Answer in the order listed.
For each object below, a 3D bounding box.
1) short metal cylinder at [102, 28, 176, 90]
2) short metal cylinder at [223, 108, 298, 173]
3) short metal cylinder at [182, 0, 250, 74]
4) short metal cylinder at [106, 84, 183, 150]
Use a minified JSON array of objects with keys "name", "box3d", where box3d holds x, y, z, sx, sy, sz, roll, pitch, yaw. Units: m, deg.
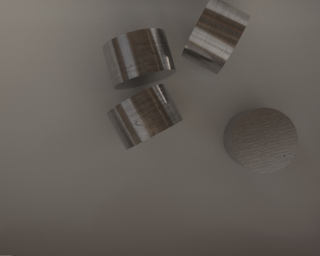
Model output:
[{"name":"short metal cylinder","box3d":[-0.025,-0.083,0.383,0.080,0.080,0.050,-16,90,0]},{"name":"short metal cylinder","box3d":[0.127,0.015,0.400,0.081,0.050,0.080,0,90,0]},{"name":"short metal cylinder","box3d":[0.068,-0.114,0.384,0.050,0.080,0.080,28,90,0]},{"name":"short metal cylinder","box3d":[-0.018,-0.014,0.384,0.080,0.080,0.050,-28,90,0]}]
